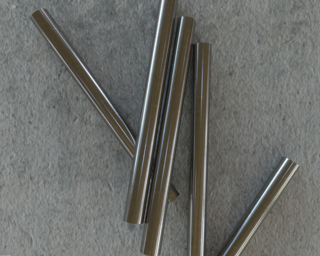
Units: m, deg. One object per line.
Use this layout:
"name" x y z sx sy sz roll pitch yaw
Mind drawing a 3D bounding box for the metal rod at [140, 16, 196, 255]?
"metal rod" 0.012 0.004 0.392 0.025 0.025 0.298 9 83 -1

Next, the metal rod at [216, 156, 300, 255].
"metal rod" 0.091 0.169 0.411 0.025 0.025 0.299 34 90 -1

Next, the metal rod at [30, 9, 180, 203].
"metal rod" -0.072 -0.027 0.409 0.025 0.025 0.299 -36 90 0

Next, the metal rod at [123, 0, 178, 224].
"metal rod" -0.010 -0.033 0.392 0.025 0.025 0.298 9 83 -1

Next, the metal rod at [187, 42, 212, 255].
"metal rod" 0.052 0.039 0.410 0.025 0.025 0.298 2 90 -1
